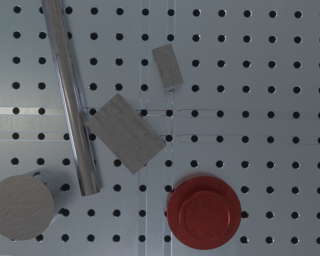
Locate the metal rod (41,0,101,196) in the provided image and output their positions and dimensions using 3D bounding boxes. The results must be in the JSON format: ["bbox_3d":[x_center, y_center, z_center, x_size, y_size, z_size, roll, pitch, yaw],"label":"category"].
[{"bbox_3d":[-0.122,-0.059,0.412,0.025,0.025,0.298,-12,90,0],"label":"metal rod"}]

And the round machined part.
[{"bbox_3d":[0.058,0.112,0.406,0.099,0.042,0.097,0,90,0],"label":"round machined part"}]

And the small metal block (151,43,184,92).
[{"bbox_3d":[0.009,-0.076,0.401,0.025,0.050,0.050,-18,90,0],"label":"small metal block"}]

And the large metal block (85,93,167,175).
[{"bbox_3d":[-0.038,0.006,0.386,0.050,0.080,0.080,-43,90,0],"label":"large metal block"}]

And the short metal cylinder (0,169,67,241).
[{"bbox_3d":[-0.168,0.096,0.400,0.081,0.050,0.079,0,90,0],"label":"short metal cylinder"}]
